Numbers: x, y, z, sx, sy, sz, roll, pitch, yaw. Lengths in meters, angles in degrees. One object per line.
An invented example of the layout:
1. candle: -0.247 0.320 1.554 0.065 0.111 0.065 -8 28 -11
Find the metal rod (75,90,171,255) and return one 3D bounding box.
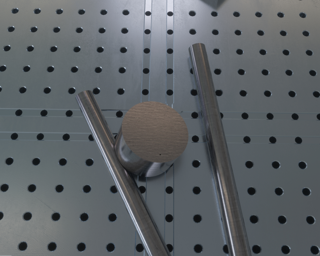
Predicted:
1. metal rod: -0.037 0.081 0.381 0.025 0.025 0.299 -26 72 -9

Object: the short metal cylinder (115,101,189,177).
1. short metal cylinder: -0.012 0.014 0.381 0.081 0.050 0.080 8 61 -15

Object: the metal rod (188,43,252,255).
1. metal rod: 0.075 0.022 0.404 0.025 0.025 0.299 -7 70 -3
